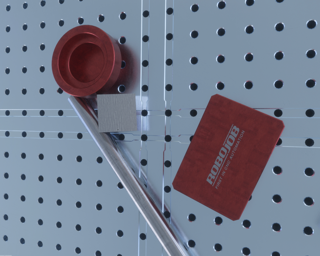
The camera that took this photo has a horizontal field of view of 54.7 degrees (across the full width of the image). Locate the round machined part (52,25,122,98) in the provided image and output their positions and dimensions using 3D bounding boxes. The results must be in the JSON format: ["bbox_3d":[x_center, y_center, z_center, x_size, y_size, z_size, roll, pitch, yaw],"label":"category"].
[{"bbox_3d":[-0.098,-0.090,0.435,0.098,0.042,0.097,-1,87,19],"label":"round machined part"}]

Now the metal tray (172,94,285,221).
[{"bbox_3d":[0.082,0.034,0.381,0.090,0.030,0.129,26,98,17],"label":"metal tray"}]

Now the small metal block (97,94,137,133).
[{"bbox_3d":[-0.059,-0.020,0.421,0.050,0.025,0.050,-3,89,-11],"label":"small metal block"}]

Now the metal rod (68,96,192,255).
[{"bbox_3d":[-0.039,0.074,0.425,0.025,0.025,0.299,-38,78,16],"label":"metal rod"}]
